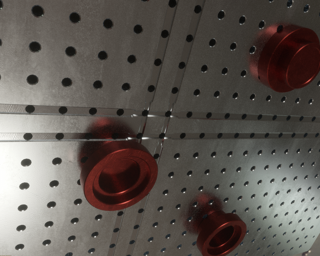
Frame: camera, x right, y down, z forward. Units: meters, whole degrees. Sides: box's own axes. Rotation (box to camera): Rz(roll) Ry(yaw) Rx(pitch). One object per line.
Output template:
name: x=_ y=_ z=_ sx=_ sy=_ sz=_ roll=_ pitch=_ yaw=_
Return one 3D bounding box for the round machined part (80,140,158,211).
round machined part: x=-0.056 y=0.058 z=0.407 sx=0.099 sy=0.042 sz=0.097 roll=-14 pitch=125 yaw=-21

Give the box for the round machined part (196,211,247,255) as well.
round machined part: x=0.111 y=0.198 z=0.586 sx=0.099 sy=0.042 sz=0.097 roll=-14 pitch=125 yaw=-21

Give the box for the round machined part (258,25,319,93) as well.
round machined part: x=0.196 y=-0.096 z=0.451 sx=0.099 sy=0.042 sz=0.097 roll=-14 pitch=125 yaw=-21
